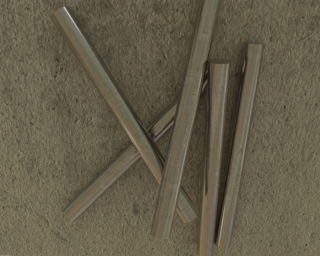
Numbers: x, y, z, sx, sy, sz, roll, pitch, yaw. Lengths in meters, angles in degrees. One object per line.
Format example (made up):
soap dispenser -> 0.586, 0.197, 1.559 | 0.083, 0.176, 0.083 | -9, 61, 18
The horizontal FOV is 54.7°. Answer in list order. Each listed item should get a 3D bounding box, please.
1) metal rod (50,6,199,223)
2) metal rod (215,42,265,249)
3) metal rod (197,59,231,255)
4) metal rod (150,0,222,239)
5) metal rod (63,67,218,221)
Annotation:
metal rod -> -0.038, -0.009, 0.384 | 0.025, 0.025, 0.299 | -30, 99, 10
metal rod -> 0.104, 0.037, 0.424 | 0.025, 0.025, 0.298 | 3, 110, -1
metal rod -> 0.069, 0.058, 0.417 | 0.025, 0.025, 0.298 | 0, 116, 0
metal rod -> 0.030, -0.015, 0.365 | 0.025, 0.025, 0.298 | 11, 95, -4
metal rod -> -0.028, 0.025, 0.418 | 0.025, 0.025, 0.299 | 42, 105, -14
